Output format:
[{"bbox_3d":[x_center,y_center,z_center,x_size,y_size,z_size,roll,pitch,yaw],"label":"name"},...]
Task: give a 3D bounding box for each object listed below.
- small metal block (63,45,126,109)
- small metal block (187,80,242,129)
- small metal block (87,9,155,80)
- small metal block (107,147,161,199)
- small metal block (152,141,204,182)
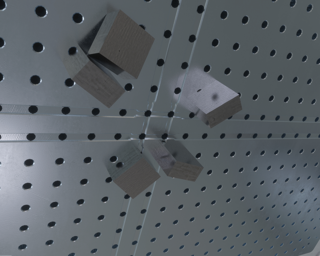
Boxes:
[{"bbox_3d":[-0.069,-0.054,0.324,0.025,0.050,0.050,-46,129,5],"label":"small metal block"},{"bbox_3d":[0.072,-0.033,0.413,0.050,0.050,0.025,-30,129,-9],"label":"small metal block"},{"bbox_3d":[-0.040,-0.085,0.324,0.050,0.025,0.050,31,76,-38],"label":"small metal block"},{"bbox_3d":[-0.035,0.063,0.430,0.050,0.025,0.050,-39,129,-2],"label":"small metal block"},{"bbox_3d":[0.025,0.047,0.437,0.050,0.050,0.025,18,109,-35],"label":"small metal block"}]
